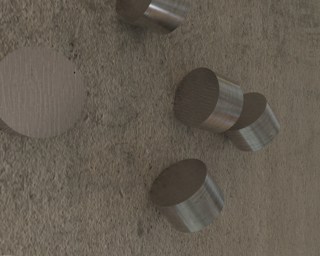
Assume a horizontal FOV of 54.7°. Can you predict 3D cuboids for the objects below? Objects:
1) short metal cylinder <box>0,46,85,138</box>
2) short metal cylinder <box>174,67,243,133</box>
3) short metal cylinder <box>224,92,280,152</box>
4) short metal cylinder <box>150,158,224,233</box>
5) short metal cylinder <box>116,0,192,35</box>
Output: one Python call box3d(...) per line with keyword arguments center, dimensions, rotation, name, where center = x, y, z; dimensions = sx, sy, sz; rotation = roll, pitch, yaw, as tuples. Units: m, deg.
box3d(center=(-0.119, -0.031, 0.289), dimensions=(0.081, 0.050, 0.080), rotation=(0, 90, -40), name="short metal cylinder")
box3d(center=(0.065, -0.036, 0.423), dimensions=(0.050, 0.080, 0.080), rotation=(14, 81, -39), name="short metal cylinder")
box3d(center=(0.139, -0.010, 0.485), dimensions=(0.050, 0.080, 0.080), rotation=(48, 61, -29), name="short metal cylinder")
box3d(center=(0.035, 0.085, 0.398), dimensions=(0.080, 0.080, 0.050), rotation=(-49, 119, -29), name="short metal cylinder")
box3d(center=(-0.008, -0.156, 0.362), dimensions=(0.050, 0.080, 0.080), rotation=(5, 87, -40), name="short metal cylinder")
